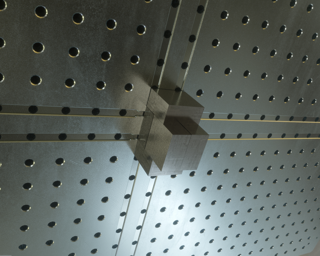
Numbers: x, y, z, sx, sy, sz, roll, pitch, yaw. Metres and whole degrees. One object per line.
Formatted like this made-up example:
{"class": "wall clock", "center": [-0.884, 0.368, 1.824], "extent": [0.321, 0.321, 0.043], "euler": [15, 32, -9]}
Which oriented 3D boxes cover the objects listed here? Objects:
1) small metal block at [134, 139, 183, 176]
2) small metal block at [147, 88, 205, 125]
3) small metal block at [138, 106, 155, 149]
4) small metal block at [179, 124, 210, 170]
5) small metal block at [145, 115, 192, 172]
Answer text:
{"class": "small metal block", "center": [0.000, 0.039, 0.418], "extent": [0.050, 0.050, 0.025], "euler": [1, 118, -29]}
{"class": "small metal block", "center": [0.019, -0.026, 0.387], "extent": [0.050, 0.050, 0.025], "euler": [2, 118, -29]}
{"class": "small metal block", "center": [0.003, 0.000, 0.412], "extent": [0.050, 0.025, 0.050], "euler": [2, 117, -28]}
{"class": "small metal block", "center": [0.031, 0.018, 0.390], "extent": [0.025, 0.050, 0.050], "euler": [2, 117, -28]}
{"class": "small metal block", "center": [0.008, 0.018, 0.377], "extent": [0.025, 0.050, 0.050], "euler": [2, 118, -29]}
